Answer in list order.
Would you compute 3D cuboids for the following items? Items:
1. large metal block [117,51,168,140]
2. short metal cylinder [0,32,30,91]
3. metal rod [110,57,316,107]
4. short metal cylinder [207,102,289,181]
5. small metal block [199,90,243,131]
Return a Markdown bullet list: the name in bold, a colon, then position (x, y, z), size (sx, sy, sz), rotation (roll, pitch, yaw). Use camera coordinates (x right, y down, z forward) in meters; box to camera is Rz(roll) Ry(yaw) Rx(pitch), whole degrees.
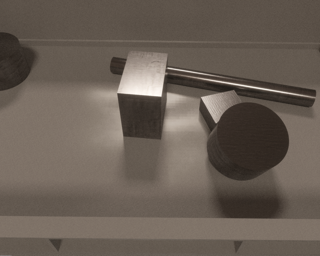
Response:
- **large metal block**: position (-0.019, -0.042, 0.405), size (0.050, 0.080, 0.080), rotation (5, 50, 4)
- **short metal cylinder**: position (-0.248, -0.101, 0.471), size (0.081, 0.050, 0.080), rotation (0, 50, 0)
- **metal rod**: position (0.072, -0.071, 0.465), size (0.301, 0.025, 0.025), rotation (11, 51, 8)
- **short metal cylinder**: position (0.100, 0.017, 0.362), size (0.081, 0.050, 0.080), rotation (2, 68, -4)
- **small metal block**: position (0.088, -0.022, 0.425), size (0.050, 0.025, 0.050), rotation (-13, 51, -11)
